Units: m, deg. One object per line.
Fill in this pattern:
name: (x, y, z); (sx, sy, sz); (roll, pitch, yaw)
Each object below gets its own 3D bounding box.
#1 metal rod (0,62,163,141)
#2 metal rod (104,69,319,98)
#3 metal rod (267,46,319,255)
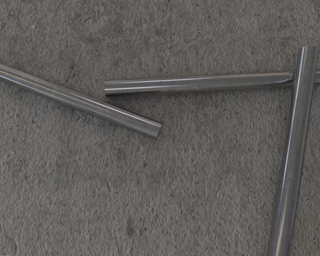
metal rod: (-0.140, -0.048, 0.424); (0.301, 0.025, 0.025); (21, 71, 7)
metal rod: (0.076, -0.062, 0.431); (0.302, 0.025, 0.025); (-3, 70, -2)
metal rod: (0.163, 0.037, 0.380); (0.025, 0.025, 0.299); (13, 76, 5)
